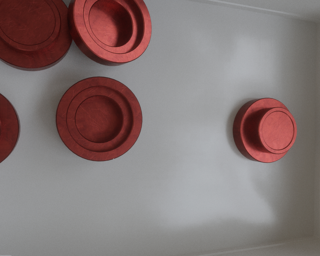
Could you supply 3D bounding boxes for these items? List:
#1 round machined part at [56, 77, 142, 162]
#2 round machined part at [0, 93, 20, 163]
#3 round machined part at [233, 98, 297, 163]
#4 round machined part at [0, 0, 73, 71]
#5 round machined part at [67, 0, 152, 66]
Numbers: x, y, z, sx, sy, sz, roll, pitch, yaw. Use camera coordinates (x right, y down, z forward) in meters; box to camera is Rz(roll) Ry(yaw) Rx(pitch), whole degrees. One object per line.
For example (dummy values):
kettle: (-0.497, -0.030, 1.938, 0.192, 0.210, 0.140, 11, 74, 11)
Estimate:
round machined part: (-0.074, -0.010, 0.374, 0.099, 0.042, 0.097, 0, 90, -20)
round machined part: (-0.203, 0.000, 0.327, 0.099, 0.042, 0.097, 0, 90, -20)
round machined part: (0.162, 0.003, 0.461, 0.099, 0.042, 0.097, 0, 90, -20)
round machined part: (-0.147, -0.116, 0.347, 0.099, 0.042, 0.097, 0, 90, -20)
round machined part: (-0.062, -0.122, 0.370, 0.099, 0.042, 0.097, 0, 89, -35)
